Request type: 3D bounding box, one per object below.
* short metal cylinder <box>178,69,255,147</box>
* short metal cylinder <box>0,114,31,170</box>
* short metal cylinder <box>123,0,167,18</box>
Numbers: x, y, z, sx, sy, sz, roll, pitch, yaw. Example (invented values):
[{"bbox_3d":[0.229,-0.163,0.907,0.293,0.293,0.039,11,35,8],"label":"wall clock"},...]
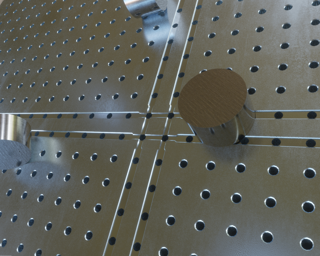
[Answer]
[{"bbox_3d":[0.068,-0.024,0.370,0.080,0.050,0.080,-13,56,20],"label":"short metal cylinder"},{"bbox_3d":[-0.245,0.023,0.485,0.080,0.080,0.050,-26,53,12],"label":"short metal cylinder"},{"bbox_3d":[-0.026,-0.235,0.529,0.050,0.080,0.080,-9,58,23],"label":"short metal cylinder"}]
